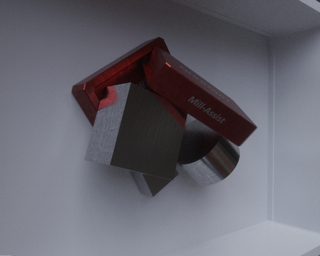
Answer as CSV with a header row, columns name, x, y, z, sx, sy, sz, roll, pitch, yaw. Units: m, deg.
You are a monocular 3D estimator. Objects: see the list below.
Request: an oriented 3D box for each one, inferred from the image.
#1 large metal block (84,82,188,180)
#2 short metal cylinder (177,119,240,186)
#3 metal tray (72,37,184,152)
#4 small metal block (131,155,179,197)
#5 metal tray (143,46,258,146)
name,x,y,z,sx,sy,sz,roll,pitch,yaw
large metal block,-0.023,0.006,0.329,0.080,0.050,0.080,21,77,-38
short metal cylinder,0.061,0.031,0.423,0.050,0.080,0.080,47,62,-30
metal tray,-0.029,-0.043,0.378,0.131,0.030,0.090,-41,115,-32
small metal block,-0.009,0.052,0.399,0.050,0.025,0.050,-36,112,-34
metal tray,0.044,-0.039,0.363,0.131,0.090,0.030,31,108,-21
